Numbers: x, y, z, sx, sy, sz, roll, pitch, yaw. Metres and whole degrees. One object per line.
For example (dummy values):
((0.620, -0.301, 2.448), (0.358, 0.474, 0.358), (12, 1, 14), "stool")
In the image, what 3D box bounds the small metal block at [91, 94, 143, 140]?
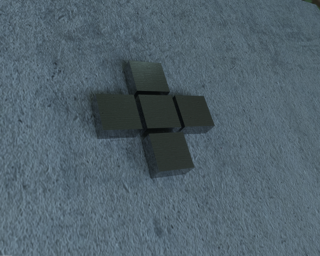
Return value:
((-0.055, -0.014, 0.386), (0.050, 0.025, 0.050), (-2, 63, -30), "small metal block")

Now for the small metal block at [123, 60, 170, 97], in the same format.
((-0.020, -0.066, 0.436), (0.050, 0.025, 0.050), (-2, 63, -30), "small metal block")

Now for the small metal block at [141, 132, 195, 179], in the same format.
((0.009, 0.034, 0.391), (0.050, 0.025, 0.050), (-2, 63, -30), "small metal block")

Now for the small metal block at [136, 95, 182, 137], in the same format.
((-0.005, -0.016, 0.414), (0.050, 0.025, 0.050), (-2, 63, -30), "small metal block")

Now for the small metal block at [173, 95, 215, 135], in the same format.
((0.044, -0.019, 0.442), (0.050, 0.025, 0.050), (-2, 63, -30), "small metal block")
